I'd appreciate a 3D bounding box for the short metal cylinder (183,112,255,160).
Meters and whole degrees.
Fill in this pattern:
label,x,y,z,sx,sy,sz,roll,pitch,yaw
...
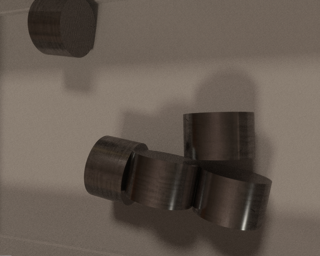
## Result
label,x,y,z,sx,sy,sz,roll,pitch,yaw
short metal cylinder,0.068,0.008,0.357,0.080,0.080,0.050,-1,90,19

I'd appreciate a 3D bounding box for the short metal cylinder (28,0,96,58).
label,x,y,z,sx,sy,sz,roll,pitch,yaw
short metal cylinder,-0.132,-0.139,0.426,0.050,0.080,0.079,10,93,19

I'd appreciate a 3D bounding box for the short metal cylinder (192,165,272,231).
label,x,y,z,sx,sy,sz,roll,pitch,yaw
short metal cylinder,0.081,0.076,0.352,0.080,0.080,0.050,12,94,19

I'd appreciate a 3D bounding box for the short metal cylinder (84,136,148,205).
label,x,y,z,sx,sy,sz,roll,pitch,yaw
short metal cylinder,-0.053,0.054,0.399,0.050,0.080,0.079,11,94,19

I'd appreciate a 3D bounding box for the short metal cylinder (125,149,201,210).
label,x,y,z,sx,sy,sz,roll,pitch,yaw
short metal cylinder,0.003,0.058,0.361,0.080,0.080,0.050,11,92,19
